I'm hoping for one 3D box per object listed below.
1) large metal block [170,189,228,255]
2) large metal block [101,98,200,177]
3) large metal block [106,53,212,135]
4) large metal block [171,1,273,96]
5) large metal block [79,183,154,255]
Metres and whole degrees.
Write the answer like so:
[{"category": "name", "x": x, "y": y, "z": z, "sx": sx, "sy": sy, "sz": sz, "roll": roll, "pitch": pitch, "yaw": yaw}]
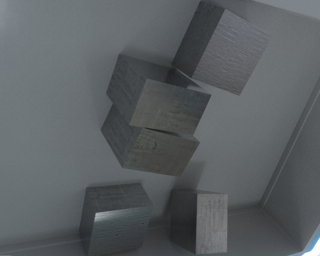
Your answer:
[{"category": "large metal block", "x": 0.056, "y": 0.136, "z": 0.464, "sx": 0.050, "sy": 0.080, "sz": 0.080, "roll": 6, "pitch": 81, "yaw": -23}, {"category": "large metal block", "x": -0.014, "y": 0.010, "z": 0.371, "sx": 0.081, "sy": 0.080, "sz": 0.050, "roll": 15, "pitch": 111, "yaw": -35}, {"category": "large metal block", "x": -0.004, "y": -0.038, "z": 0.347, "sx": 0.081, "sy": 0.080, "sz": 0.050, "roll": 9, "pitch": 114, "yaw": -32}, {"category": "large metal block", "x": 0.073, "y": -0.094, "z": 0.374, "sx": 0.081, "sy": 0.050, "sz": 0.080, "roll": 13, "pitch": 112, "yaw": -34}, {"category": "large metal block", "x": -0.063, "y": 0.128, "z": 0.437, "sx": 0.081, "sy": 0.050, "sz": 0.079, "roll": 0, "pitch": 118, "yaw": -29}]
